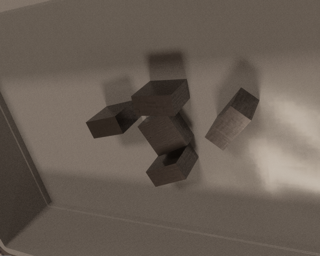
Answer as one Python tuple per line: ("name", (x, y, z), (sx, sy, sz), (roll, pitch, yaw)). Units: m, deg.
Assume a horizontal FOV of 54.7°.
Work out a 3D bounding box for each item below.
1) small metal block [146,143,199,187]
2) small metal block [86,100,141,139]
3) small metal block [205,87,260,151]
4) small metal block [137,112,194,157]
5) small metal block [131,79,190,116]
("small metal block", (0.017, 0.049, 0.412), (0.050, 0.050, 0.025), (-22, 107, 36))
("small metal block", (-0.061, -0.012, 0.416), (0.050, 0.050, 0.025), (-9, 114, 32))
("small metal block", (0.080, -0.010, 0.343), (0.025, 0.050, 0.050), (36, 129, 4))
("small metal block", (0.008, 0.004, 0.406), (0.050, 0.025, 0.050), (-26, 105, 36))
("small metal block", (0.002, -0.037, 0.368), (0.050, 0.050, 0.025), (2, 119, 27))
